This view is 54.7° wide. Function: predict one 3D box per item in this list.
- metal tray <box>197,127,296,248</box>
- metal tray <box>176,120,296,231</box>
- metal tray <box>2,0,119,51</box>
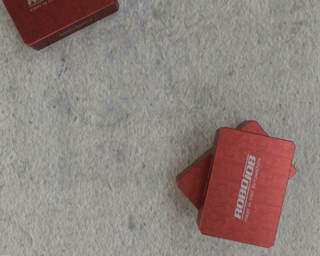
[{"bbox_3d":[0.103,0.070,0.378,0.091,0.030,0.129,12,90,-1],"label":"metal tray"},{"bbox_3d":[0.098,0.062,0.409,0.130,0.030,0.090,-39,91,-1],"label":"metal tray"},{"bbox_3d":[-0.131,-0.172,0.406,0.131,0.030,0.090,-27,90,-1],"label":"metal tray"}]
